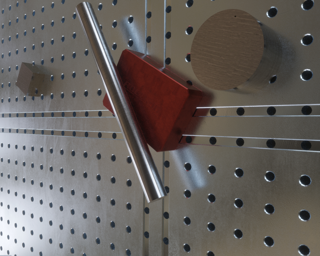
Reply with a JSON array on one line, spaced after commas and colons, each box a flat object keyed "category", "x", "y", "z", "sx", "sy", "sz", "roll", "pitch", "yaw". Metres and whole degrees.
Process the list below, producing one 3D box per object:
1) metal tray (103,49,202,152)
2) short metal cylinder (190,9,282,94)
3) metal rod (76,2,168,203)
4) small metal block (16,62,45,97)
[{"category": "metal tray", "x": -0.016, "y": -0.039, "z": 0.417, "sx": 0.130, "sy": 0.030, "sz": 0.089, "roll": 39, "pitch": 113, "yaw": 33}, {"category": "short metal cylinder", "x": 0.080, "y": -0.077, "z": 0.326, "sx": 0.080, "sy": 0.050, "sz": 0.079, "roll": 0, "pitch": 90, "yaw": 39}, {"category": "metal rod", "x": -0.057, "y": -0.046, "z": 0.414, "sx": 0.025, "sy": 0.025, "sz": 0.299, "roll": -35, "pitch": 69, "yaw": 34}, {"category": "small metal block", "x": -0.260, "y": -0.097, "z": 0.620, "sx": 0.050, "sy": 0.025, "sz": 0.050, "roll": 38, "pitch": 113, "yaw": 33}]
